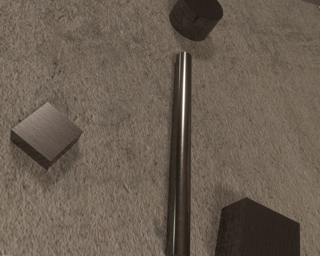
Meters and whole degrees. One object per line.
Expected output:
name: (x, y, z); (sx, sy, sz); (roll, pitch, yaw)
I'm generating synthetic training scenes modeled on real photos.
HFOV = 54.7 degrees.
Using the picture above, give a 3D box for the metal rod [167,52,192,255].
metal rod: (0.029, 0.013, 0.413); (0.025, 0.025, 0.300); (17, 55, -19)

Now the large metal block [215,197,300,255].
large metal block: (0.115, 0.141, 0.366); (0.080, 0.050, 0.080); (27, 52, -12)

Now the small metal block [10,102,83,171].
small metal block: (-0.122, 0.008, 0.334); (0.050, 0.025, 0.050); (40, 51, -1)

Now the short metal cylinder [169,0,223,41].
short metal cylinder: (0.064, -0.201, 0.547); (0.081, 0.050, 0.080); (14, 56, -21)
